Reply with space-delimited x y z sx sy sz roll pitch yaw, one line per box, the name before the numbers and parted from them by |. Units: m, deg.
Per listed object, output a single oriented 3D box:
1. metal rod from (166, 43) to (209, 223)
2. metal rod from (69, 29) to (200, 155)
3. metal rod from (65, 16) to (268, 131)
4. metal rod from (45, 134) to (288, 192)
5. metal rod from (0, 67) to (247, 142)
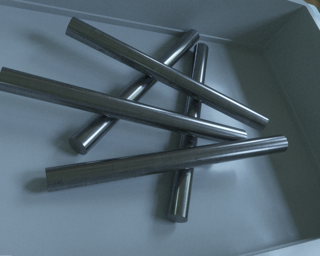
metal rod | 0.045 -0.016 0.440 0.025 0.025 0.300 23 53 -15
metal rod | -0.017 -0.069 0.439 0.025 0.025 0.301 41 51 -1
metal rod | 0.019 -0.068 0.425 0.302 0.025 0.025 25 53 -14
metal rod | 0.025 0.037 0.368 0.303 0.025 0.025 -6 65 -21
metal rod | -0.026 -0.018 0.370 0.302 0.025 0.025 13 56 -21
